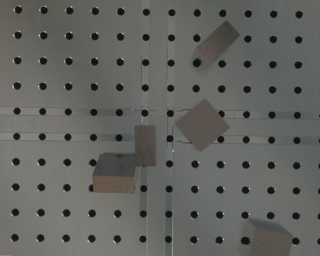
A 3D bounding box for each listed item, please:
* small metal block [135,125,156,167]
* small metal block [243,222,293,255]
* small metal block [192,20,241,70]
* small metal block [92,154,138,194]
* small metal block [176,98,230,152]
[{"bbox_3d":[-0.018,0.022,0.401,0.025,0.050,0.050,-1,90,0],"label":"small metal block"},{"bbox_3d":[0.143,0.159,0.414,0.050,0.025,0.050,12,90,0],"label":"small metal block"},{"bbox_3d":[0.071,-0.105,0.401,0.050,0.050,0.025,-42,90,0],"label":"small metal block"},{"bbox_3d":[-0.056,0.058,0.398,0.050,0.050,0.025,2,116,0],"label":"small metal block"},{"bbox_3d":[0.056,-0.004,0.414,0.050,0.025,0.050,-40,90,0],"label":"small metal block"}]
